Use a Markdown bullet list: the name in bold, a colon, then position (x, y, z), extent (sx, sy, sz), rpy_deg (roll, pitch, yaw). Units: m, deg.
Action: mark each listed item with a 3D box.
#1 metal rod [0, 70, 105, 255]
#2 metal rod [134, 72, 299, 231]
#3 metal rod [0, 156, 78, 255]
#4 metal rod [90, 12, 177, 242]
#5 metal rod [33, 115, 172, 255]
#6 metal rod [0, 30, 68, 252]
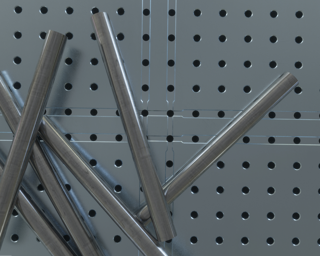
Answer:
- **metal rod**: position (-0.153, 0.057, 0.412), extent (0.025, 0.025, 0.299), rpy_deg (-29, 90, 0)
- **metal rod**: position (0.065, 0.036, 0.413), extent (0.300, 0.025, 0.025), rpy_deg (-43, 90, 0)
- **metal rod**: position (-0.162, 0.124, 0.412), extent (0.025, 0.025, 0.300), rpy_deg (-38, 90, 0)
- **metal rod**: position (-0.036, -0.006, 0.398), extent (0.025, 0.025, 0.299), rpy_deg (-18, 84, 0)
- **metal rod**: position (-0.058, 0.099, 0.392), extent (0.025, 0.025, 0.300), rpy_deg (-44, 82, 0)
- **metal rod**: position (-0.172, 0.025, 0.386), extent (0.025, 0.025, 0.299), rpy_deg (18, 90, 0)
